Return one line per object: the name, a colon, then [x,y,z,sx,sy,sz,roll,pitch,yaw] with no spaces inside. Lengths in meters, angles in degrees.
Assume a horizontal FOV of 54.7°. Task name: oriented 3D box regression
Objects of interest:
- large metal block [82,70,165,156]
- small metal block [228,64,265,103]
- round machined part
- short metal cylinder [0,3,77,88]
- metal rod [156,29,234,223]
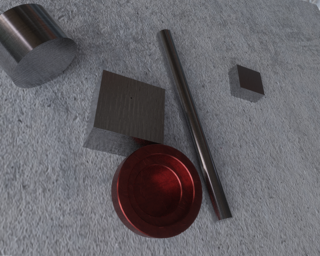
large metal block: [-0.042,-0.013,0.375,0.081,0.050,0.080,15,55,-20]
small metal block: [0.148,-0.076,0.533,0.050,0.025,0.050,14,56,-21]
round machined part: [-0.006,0.070,0.341,0.099,0.042,0.098,9,68,-23]
short metal cylinder: [-0.142,-0.090,0.347,0.081,0.080,0.050,-35,82,-39]
metal rod: [0.042,-0.019,0.439,0.025,0.025,0.299,-1,62,-29]
